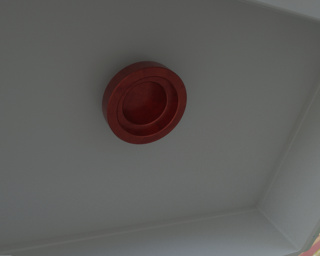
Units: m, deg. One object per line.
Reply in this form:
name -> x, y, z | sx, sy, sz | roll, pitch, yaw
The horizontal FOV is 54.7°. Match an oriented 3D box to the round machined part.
round machined part -> -0.021, -0.033, 0.367 | 0.099, 0.042, 0.097 | -14, 125, -21
